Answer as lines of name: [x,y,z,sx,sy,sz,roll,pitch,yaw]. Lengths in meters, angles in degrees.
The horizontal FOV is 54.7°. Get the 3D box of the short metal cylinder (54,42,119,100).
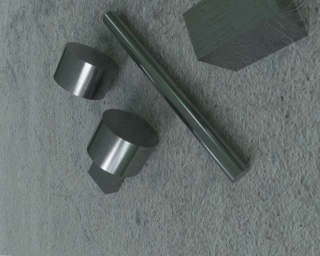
short metal cylinder: [-0.108,-0.084,0.456,0.080,0.081,0.050,44,117,30]

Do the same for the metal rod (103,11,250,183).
metal rod: [0.006,-0.057,0.397,0.025,0.025,0.300,-51,60,27]

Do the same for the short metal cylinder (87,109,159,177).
short metal cylinder: [-0.048,0.018,0.407,0.080,0.081,0.050,45,117,30]

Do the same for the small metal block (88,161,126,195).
small metal block: [-0.077,0.063,0.466,0.050,0.025,0.050,42,115,31]

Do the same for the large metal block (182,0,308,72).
large metal block: [0.083,-0.100,0.300,0.080,0.081,0.050,-25,75,37]
